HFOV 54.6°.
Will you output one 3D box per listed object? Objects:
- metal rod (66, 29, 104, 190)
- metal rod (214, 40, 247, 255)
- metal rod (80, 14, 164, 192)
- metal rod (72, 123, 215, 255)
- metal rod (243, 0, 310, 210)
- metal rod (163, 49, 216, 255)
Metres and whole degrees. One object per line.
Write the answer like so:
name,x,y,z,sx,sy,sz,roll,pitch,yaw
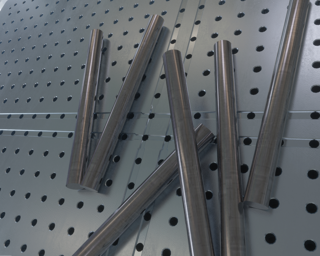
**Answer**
metal rod,-0.116,-0.048,0.499,0.025,0.025,0.300,-14,56,21
metal rod,0.078,0.016,0.357,0.025,0.025,0.300,-10,57,23
metal rod,-0.049,-0.051,0.466,0.025,0.025,0.300,5,64,30
metal rod,-0.047,0.110,0.366,0.300,0.025,0.025,-46,51,-4
metal rod,0.144,-0.053,0.365,0.025,0.025,0.300,6,65,31
metal rod,0.032,0.041,0.339,0.025,0.025,0.299,-16,64,19
